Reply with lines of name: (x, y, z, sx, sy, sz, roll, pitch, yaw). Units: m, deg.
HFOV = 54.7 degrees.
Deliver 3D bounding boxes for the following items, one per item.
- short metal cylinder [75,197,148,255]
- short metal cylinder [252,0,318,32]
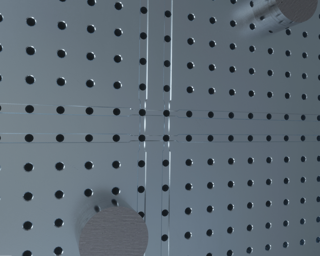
short metal cylinder: (-0.060, 0.130, 0.378, 0.081, 0.050, 0.079, 0, 90, -20)
short metal cylinder: (0.189, -0.193, 0.471, 0.081, 0.050, 0.079, 0, 90, -20)
